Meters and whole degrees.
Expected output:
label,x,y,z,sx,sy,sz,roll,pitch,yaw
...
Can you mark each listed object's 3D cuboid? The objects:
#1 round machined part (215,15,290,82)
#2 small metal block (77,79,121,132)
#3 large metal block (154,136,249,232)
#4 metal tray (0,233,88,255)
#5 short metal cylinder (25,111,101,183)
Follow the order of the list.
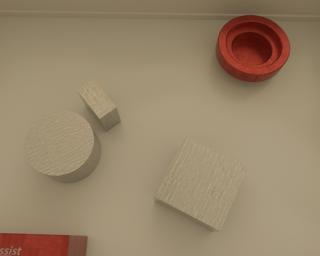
label,x,y,z,sx,sy,sz,roll,pitch,yaw
round machined part,0.128,-0.108,0.442,0.099,0.042,0.098,0,70,-1
small metal block,-0.079,-0.028,0.406,0.025,0.050,0.050,-37,75,-12
large metal block,0.047,0.068,0.372,0.080,0.050,0.080,26,72,9
metal tray,-0.152,0.127,0.326,0.131,0.090,0.030,2,70,0
short metal cylinder,-0.118,0.025,0.386,0.081,0.050,0.080,0,70,0
